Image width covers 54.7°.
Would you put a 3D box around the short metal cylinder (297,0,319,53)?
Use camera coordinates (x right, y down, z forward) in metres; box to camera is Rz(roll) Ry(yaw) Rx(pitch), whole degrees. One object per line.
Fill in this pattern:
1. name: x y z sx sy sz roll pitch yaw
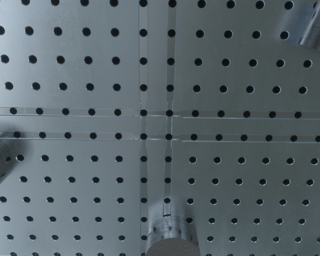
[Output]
1. short metal cylinder: 0.205 -0.105 0.347 0.080 0.080 0.050 17 109 -7

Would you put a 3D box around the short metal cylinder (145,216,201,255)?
1. short metal cylinder: 0.019 0.181 0.467 0.081 0.050 0.079 0 110 0

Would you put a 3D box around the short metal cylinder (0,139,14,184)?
1. short metal cylinder: -0.249 0.052 0.417 0.081 0.050 0.079 0 110 0
